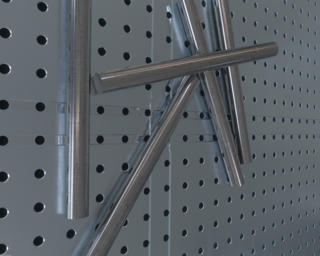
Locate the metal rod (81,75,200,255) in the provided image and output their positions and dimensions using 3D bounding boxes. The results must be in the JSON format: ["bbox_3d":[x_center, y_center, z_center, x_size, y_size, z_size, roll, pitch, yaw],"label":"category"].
[{"bbox_3d":[-0.022,0.052,0.389,0.025,0.025,0.300,44,64,-31],"label":"metal rod"}]

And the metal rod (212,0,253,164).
[{"bbox_3d":[0.117,-0.087,0.505,0.025,0.025,0.298,-19,102,-38],"label":"metal rod"}]

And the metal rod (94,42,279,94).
[{"bbox_3d":[0.056,-0.089,0.426,0.302,0.025,0.025,-17,101,-30],"label":"metal rod"}]

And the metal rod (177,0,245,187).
[{"bbox_3d":[0.083,-0.045,0.476,0.025,0.025,0.299,-30,109,-36],"label":"metal rod"}]

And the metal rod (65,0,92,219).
[{"bbox_3d":[-0.087,-0.055,0.334,0.025,0.025,0.298,1,89,-40],"label":"metal rod"}]
